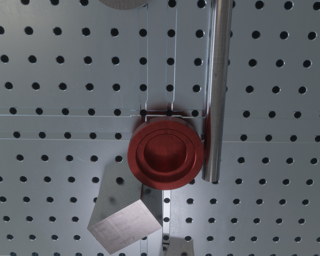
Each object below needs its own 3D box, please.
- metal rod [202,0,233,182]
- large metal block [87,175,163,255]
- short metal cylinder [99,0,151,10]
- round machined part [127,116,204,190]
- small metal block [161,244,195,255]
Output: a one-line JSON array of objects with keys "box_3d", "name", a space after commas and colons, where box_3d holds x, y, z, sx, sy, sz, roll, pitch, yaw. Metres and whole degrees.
[{"box_3d": [0.072, -0.069, 0.388, 0.025, 0.025, 0.298, 0, 110, 0], "name": "metal rod"}, {"box_3d": [-0.044, 0.111, 0.425, 0.080, 0.080, 0.050, -31, 108, 11], "name": "large metal block"}, {"box_3d": [-0.038, -0.171, 0.337, 0.081, 0.050, 0.079, 0, 110, -1], "name": "short metal cylinder"}, {"box_3d": [0.007, 0.030, 0.415, 0.099, 0.042, 0.097, -1, 109, -1], "name": "round machined part"}, {"box_3d": [0.025, 0.217, 0.494, 0.050, 0.025, 0.050, 9, 110, -4], "name": "small metal block"}]
